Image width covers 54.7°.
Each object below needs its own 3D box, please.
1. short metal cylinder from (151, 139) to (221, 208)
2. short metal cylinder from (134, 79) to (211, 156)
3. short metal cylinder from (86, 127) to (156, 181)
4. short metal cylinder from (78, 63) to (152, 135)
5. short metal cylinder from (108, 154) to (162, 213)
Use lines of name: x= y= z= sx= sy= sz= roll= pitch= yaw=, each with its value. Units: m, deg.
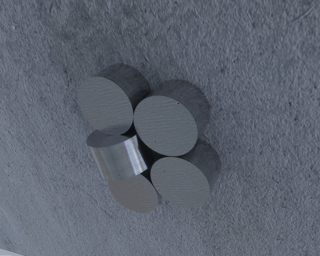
short metal cylinder: x=0.035 y=0.057 z=0.409 sx=0.080 sy=0.050 sz=0.079 roll=14 pitch=125 yaw=21
short metal cylinder: x=0.015 y=-0.013 z=0.375 sx=0.080 sy=0.050 sz=0.079 roll=13 pitch=125 yaw=20
short metal cylinder: x=-0.051 y=0.026 z=0.416 sx=0.080 sy=0.080 sz=0.050 roll=-3 pitch=117 yaw=29
short metal cylinder: x=-0.057 y=-0.037 z=0.399 sx=0.080 sy=0.050 sz=0.079 roll=14 pitch=125 yaw=21
short metal cylinder: x=-0.028 y=0.077 z=0.455 sx=0.080 sy=0.050 sz=0.079 roll=14 pitch=125 yaw=21
